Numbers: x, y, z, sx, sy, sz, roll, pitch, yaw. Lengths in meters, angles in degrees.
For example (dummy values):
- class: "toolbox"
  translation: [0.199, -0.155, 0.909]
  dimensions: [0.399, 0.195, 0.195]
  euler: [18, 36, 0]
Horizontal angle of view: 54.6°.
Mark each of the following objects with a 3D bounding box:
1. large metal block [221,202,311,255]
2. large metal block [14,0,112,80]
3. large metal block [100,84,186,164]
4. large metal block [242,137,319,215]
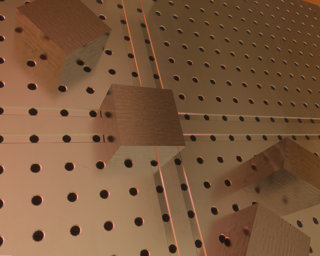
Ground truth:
- class: "large metal block"
  translation: [0.124, 0.150, 0.367]
  dimensions: [0.080, 0.050, 0.080]
  euler: [35, 51, -6]
- class: "large metal block"
  translation: [-0.124, -0.122, 0.399]
  dimensions: [0.080, 0.050, 0.080]
  euler: [43, 51, 1]
- class: "large metal block"
  translation: [-0.023, -0.004, 0.381]
  dimensions: [0.081, 0.050, 0.080]
  euler: [2, 61, -27]
- class: "large metal block"
  translation: [0.174, 0.068, 0.424]
  dimensions: [0.080, 0.080, 0.050]
  euler: [31, 52, -9]
